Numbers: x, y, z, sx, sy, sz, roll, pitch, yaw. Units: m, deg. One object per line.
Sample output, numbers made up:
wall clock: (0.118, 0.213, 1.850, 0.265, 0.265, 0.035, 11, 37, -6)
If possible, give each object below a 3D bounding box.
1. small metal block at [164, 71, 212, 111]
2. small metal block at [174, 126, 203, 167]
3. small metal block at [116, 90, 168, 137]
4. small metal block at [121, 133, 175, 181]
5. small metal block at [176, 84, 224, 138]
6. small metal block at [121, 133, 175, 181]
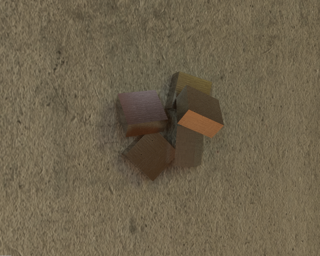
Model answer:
small metal block: (0.039, -0.045, 0.426, 0.050, 0.025, 0.050, 15, 85, -20)
small metal block: (0.039, 0.024, 0.410, 0.025, 0.050, 0.050, 4, 88, 18)
small metal block: (-0.024, -0.019, 0.389, 0.050, 0.025, 0.050, -8, 55, -21)
small metal block: (-0.013, 0.033, 0.407, 0.050, 0.025, 0.050, -47, 105, -14)
small metal block: (0.049, -0.021, 0.389, 0.050, 0.025, 0.050, 23, 39, -19)
small metal block: (-0.013, 0.033, 0.407, 0.050, 0.025, 0.050, -47, 105, -14)
